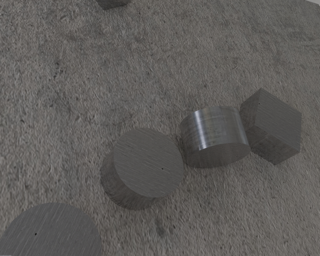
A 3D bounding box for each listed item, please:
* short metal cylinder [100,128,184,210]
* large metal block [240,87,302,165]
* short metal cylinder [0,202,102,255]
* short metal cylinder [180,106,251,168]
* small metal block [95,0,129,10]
[{"bbox_3d":[-0.021,0.046,0.348,0.081,0.050,0.080,14,56,-21],"label":"short metal cylinder"},{"bbox_3d":[0.168,-0.002,0.479,0.080,0.050,0.080,30,52,-9],"label":"large metal block"},{"bbox_3d":[-0.097,0.111,0.268,0.081,0.050,0.080,14,56,-21],"label":"short metal cylinder"},{"bbox_3d":[0.069,0.014,0.397,0.081,0.080,0.050,5,60,-26],"label":"short metal cylinder"},{"bbox_3d":[-0.082,-0.220,0.494,0.050,0.025,0.050,-33,80,-38],"label":"small metal block"}]
